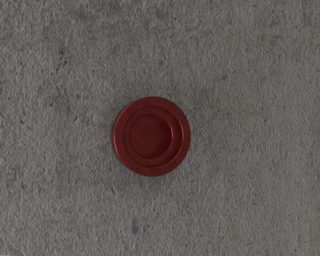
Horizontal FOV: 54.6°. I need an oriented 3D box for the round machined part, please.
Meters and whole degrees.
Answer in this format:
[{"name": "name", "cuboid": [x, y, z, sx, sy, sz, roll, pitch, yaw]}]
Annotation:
[{"name": "round machined part", "cuboid": [-0.014, 0.010, 0.395, 0.099, 0.042, 0.097, 0, 90, -20]}]
